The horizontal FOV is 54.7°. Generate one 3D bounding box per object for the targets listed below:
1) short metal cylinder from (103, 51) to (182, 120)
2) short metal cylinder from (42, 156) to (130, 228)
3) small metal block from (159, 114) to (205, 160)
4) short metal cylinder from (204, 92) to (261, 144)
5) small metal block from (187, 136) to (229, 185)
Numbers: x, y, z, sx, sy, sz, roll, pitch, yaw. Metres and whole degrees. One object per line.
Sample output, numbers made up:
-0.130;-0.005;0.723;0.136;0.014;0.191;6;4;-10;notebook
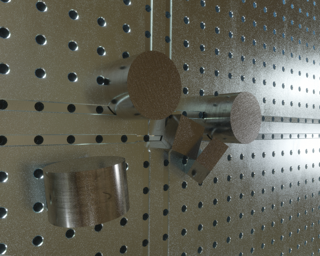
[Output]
-0.020;-0.049;0.376;0.081;0.050;0.079;0;90;-40;short metal cylinder
-0.073;0.060;0.312;0.081;0.080;0.050;-8;96;-40;short metal cylinder
0.032;0.013;0.436;0.050;0.025;0.050;27;73;-37;small metal block
0.116;-0.016;0.490;0.081;0.050;0.079;0;90;-40;short metal cylinder
0.069;0.047;0.448;0.025;0.050;0.050;37;60;11;small metal block
